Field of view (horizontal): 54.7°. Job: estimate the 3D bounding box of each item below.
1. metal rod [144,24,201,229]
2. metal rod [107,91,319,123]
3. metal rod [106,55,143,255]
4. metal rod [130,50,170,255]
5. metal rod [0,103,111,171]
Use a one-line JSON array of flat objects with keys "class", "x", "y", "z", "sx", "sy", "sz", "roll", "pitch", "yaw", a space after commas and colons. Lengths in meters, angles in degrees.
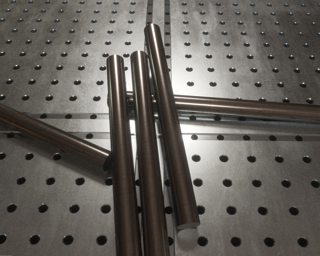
[{"class": "metal rod", "x": 0.009, "y": -0.024, "z": 0.400, "sx": 0.025, "sy": 0.025, "sz": 0.299, "roll": -6, "pitch": 59, "yaw": -6}, {"class": "metal rod", "x": 0.078, "y": -0.030, "z": 0.433, "sx": 0.302, "sy": 0.025, "sz": 0.025, "roll": 5, "pitch": 50, "yaw": 3}, {"class": "metal rod", "x": -0.045, "y": 0.027, "z": 0.364, "sx": 0.025, "sy": 0.025, "sz": 0.299, "roll": -6, "pitch": 56, "yaw": -5}, {"class": "metal rod", "x": -0.015, "y": 0.020, "z": 0.369, "sx": 0.025, "sy": 0.025, "sz": 0.299, "roll": -4, "pitch": 57, "yaw": -4}, {"class": "metal rod", "x": -0.196, "y": -0.012, "z": 0.414, "sx": 0.301, "sy": 0.025, "sz": 0.025, "roll": 21, "pitch": 53, "yaw": 16}]
